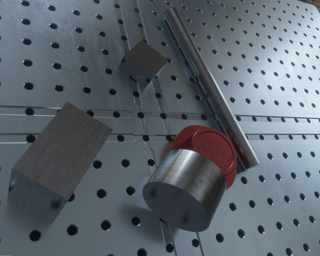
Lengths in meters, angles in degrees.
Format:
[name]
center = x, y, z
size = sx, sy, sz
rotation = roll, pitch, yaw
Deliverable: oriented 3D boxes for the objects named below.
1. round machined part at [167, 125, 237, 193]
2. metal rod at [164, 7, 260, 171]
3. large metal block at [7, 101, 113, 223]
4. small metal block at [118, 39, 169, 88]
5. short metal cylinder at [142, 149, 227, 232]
[round machined part]
center = 0.062, 0.038, 0.409
size = 0.099, 0.042, 0.098
rotation = 14, 56, -21
[metal rod]
center = 0.076, -0.073, 0.495
size = 0.025, 0.025, 0.299
rotation = -11, 68, -33
[large metal block]
center = -0.097, 0.035, 0.300
size = 0.050, 0.080, 0.080
rotation = 32, 51, -8
[small metal block]
center = -0.024, -0.095, 0.455
size = 0.050, 0.025, 0.050
rotation = 38, 51, -3
[short metal cylinder]
center = 0.028, 0.070, 0.347
size = 0.080, 0.080, 0.050
rotation = 39, 51, -2
